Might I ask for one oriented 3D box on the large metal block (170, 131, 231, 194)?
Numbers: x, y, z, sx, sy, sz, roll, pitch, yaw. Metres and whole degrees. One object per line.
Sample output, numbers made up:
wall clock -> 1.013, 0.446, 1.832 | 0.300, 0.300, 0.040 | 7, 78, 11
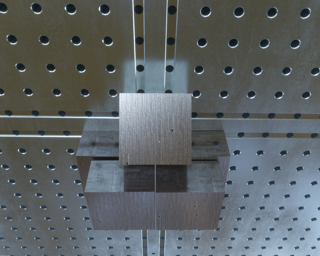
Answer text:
large metal block -> 0.050, 0.051, 0.439 | 0.081, 0.050, 0.079 | -1, 130, 0

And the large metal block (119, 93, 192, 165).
large metal block -> -0.005, 0.002, 0.370 | 0.081, 0.050, 0.080 | 0, 88, -1

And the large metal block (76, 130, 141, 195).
large metal block -> -0.068, 0.050, 0.438 | 0.081, 0.050, 0.079 | 1, 130, -2

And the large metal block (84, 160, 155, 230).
large metal block -> -0.047, 0.087, 0.400 | 0.081, 0.050, 0.079 | 0, 130, -1

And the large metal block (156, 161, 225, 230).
large metal block -> 0.035, 0.089, 0.403 | 0.081, 0.050, 0.079 | 0, 130, -1
